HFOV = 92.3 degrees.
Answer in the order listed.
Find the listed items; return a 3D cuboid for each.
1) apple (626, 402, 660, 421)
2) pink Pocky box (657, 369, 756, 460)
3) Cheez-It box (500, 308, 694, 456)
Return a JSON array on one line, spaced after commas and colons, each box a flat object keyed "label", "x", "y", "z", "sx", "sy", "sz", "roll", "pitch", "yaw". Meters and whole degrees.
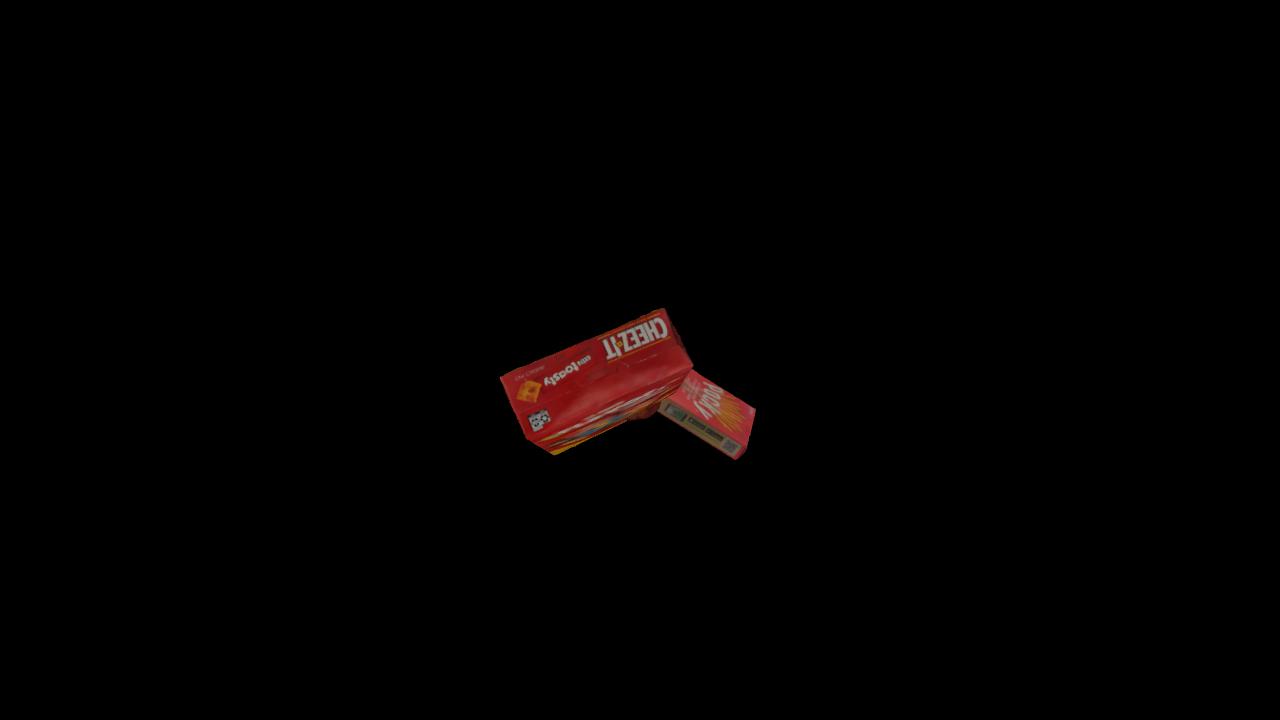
[{"label": "apple", "x": -0.004, "y": 0.029, "z": 0.721, "sx": 0.079, "sy": 0.079, "sz": 0.093, "roll": 0, "pitch": 37, "yaw": 5}, {"label": "pink Pocky box", "x": 0.065, "y": 0.050, "z": 0.744, "sx": 0.155, "sy": 0.029, "sz": 0.084, "roll": 32, "pitch": 33, "yaw": 0}, {"label": "Cheez-It box", "x": -0.042, "y": 0.032, "z": 0.651, "sx": 0.166, "sy": 0.071, "sz": 0.223, "roll": -25, "pitch": -10, "yaw": -6}]
